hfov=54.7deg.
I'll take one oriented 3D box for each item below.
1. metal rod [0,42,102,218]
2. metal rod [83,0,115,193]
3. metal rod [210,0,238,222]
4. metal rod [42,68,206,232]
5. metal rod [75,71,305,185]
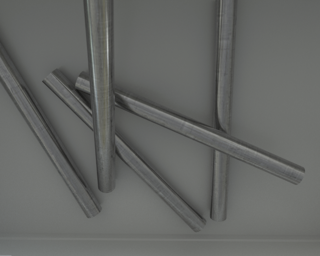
[{"bbox_3d":[-0.158,-0.004,0.408,0.025,0.025,0.299,-23,109,8],"label":"metal rod"},{"bbox_3d":[-0.062,-0.023,0.339,0.025,0.025,0.298,5,135,-2],"label":"metal rod"},{"bbox_3d":[0.082,-0.008,0.408,0.025,0.025,0.298,-2,110,0],"label":"metal rod"},{"bbox_3d":[-0.039,0.040,0.425,0.025,0.025,0.300,-39,106,13],"label":"metal rod"},{"bbox_3d":[0.038,0.000,0.390,0.301,0.025,0.025,24,109,-1],"label":"metal rod"}]
